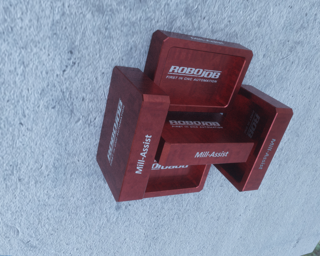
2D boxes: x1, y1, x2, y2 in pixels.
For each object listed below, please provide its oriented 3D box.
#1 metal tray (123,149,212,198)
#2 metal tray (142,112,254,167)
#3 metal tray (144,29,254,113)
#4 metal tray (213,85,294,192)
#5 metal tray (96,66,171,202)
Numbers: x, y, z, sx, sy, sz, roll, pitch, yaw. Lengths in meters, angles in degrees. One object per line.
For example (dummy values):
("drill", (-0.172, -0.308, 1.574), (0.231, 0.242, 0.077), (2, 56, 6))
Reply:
("metal tray", (0.013, 0.053, 0.447), (0.131, 0.030, 0.089), (0, 117, -29))
("metal tray", (0.042, 0.009, 0.396), (0.131, 0.090, 0.030), (1, 119, -29))
("metal tray", (0.045, -0.066, 0.389), (0.131, 0.030, 0.089), (0, 121, -29))
("metal tray", (0.122, 0.013, 0.441), (0.030, 0.090, 0.129), (1, 118, -29))
("metal tray", (-0.036, 0.006, 0.350), (0.030, 0.090, 0.129), (1, 119, -29))
